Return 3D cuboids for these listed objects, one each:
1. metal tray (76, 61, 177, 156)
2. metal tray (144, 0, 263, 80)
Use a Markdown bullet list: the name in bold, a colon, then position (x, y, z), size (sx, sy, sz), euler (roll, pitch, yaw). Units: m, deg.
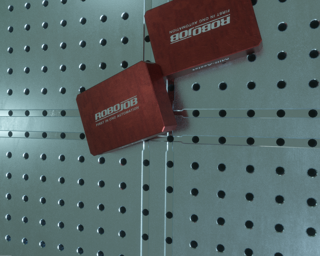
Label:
- **metal tray**: position (-0.049, -0.022, 0.411), size (0.130, 0.030, 0.090), euler (-20, 83, 33)
- **metal tray**: position (0.053, -0.123, 0.392), size (0.130, 0.030, 0.090), euler (-15, 85, 19)
